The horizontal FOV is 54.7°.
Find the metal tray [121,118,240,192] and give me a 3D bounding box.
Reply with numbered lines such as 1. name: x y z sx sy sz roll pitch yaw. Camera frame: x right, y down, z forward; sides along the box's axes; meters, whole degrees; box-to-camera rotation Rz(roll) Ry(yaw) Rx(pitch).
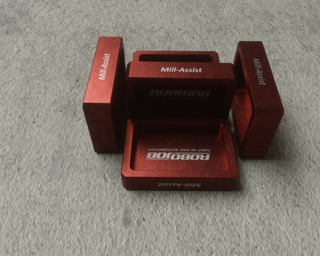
1. metal tray: 0.023 0.030 0.378 0.131 0.030 0.090 1 49 0

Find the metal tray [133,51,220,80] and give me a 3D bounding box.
1. metal tray: 0.024 -0.076 0.465 0.131 0.030 0.090 0 53 0

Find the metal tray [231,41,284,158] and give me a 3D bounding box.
1. metal tray: 0.116 -0.038 0.395 0.030 0.090 0.130 1 50 1

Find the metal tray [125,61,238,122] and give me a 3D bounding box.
1. metal tray: 0.025 -0.041 0.398 0.131 0.090 0.030 1 52 1

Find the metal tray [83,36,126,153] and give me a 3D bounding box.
1. metal tray: -0.066 -0.044 0.399 0.030 0.090 0.130 1 51 1
